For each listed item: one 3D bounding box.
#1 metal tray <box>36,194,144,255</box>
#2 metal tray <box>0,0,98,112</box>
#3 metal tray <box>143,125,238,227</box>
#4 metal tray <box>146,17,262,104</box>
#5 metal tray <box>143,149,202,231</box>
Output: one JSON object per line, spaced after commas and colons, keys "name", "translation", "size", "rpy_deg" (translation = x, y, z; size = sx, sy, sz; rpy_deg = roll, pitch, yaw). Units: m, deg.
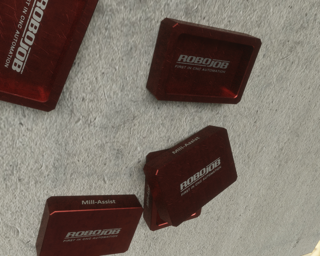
{"name": "metal tray", "translation": [-0.098, 0.139, 0.437], "size": [0.131, 0.030, 0.089], "rpy_deg": [6, 115, -31]}
{"name": "metal tray", "translation": [-0.122, -0.086, 0.283], "size": [0.091, 0.030, 0.129], "rpy_deg": [16, 110, -35]}
{"name": "metal tray", "translation": [0.048, 0.063, 0.432], "size": [0.131, 0.030, 0.089], "rpy_deg": [-29, 113, -29]}
{"name": "metal tray", "translation": [0.055, -0.078, 0.385], "size": [0.131, 0.030, 0.089], "rpy_deg": [0, 118, -29]}
{"name": "metal tray", "translation": [0.024, 0.091, 0.472], "size": [0.091, 0.030, 0.129], "rpy_deg": [-10, 123, -23]}
